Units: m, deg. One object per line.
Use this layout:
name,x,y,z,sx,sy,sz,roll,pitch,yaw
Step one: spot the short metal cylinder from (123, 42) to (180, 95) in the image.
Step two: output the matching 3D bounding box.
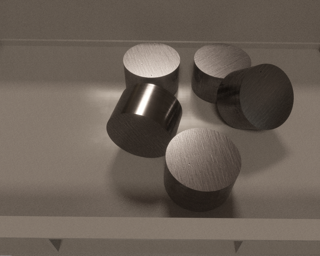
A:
short metal cylinder,-0.012,-0.082,0.458,0.081,0.050,0.080,0,50,0

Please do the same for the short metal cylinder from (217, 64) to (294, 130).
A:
short metal cylinder,0.121,-0.038,0.395,0.081,0.050,0.079,0,91,-21

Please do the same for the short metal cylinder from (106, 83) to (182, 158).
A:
short metal cylinder,-0.018,-0.008,0.376,0.080,0.080,0.050,12,51,9

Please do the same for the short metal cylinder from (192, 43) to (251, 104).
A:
short metal cylinder,0.089,-0.081,0.458,0.081,0.050,0.080,0,50,0

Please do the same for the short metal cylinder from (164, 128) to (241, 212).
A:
short metal cylinder,0.045,0.046,0.349,0.081,0.050,0.080,1,52,-1
